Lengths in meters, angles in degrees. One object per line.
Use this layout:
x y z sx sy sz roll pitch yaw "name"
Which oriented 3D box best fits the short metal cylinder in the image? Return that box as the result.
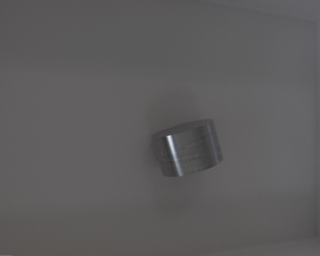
0.035 0.024 0.394 0.081 0.080 0.050 -18 96 -19 "short metal cylinder"
